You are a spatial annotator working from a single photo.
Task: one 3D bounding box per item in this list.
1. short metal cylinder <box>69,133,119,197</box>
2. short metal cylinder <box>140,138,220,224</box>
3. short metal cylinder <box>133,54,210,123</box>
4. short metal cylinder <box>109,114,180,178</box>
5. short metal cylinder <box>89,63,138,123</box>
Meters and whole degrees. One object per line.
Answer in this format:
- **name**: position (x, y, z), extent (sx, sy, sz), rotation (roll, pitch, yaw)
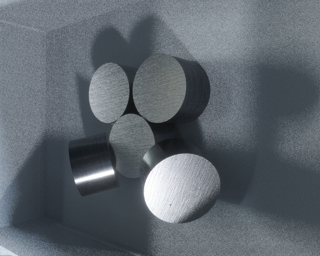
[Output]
- **short metal cylinder**: position (-0.091, 0.050, 0.434), extent (0.050, 0.080, 0.080), rotation (-14, 78, -6)
- **short metal cylinder**: position (0.020, 0.057, 0.343), extent (0.050, 0.081, 0.079), rotation (-120, 44, -72)
- **short metal cylinder**: position (0.013, -0.046, 0.376), extent (0.080, 0.050, 0.079), rotation (0, 90, 39)
- **short metal cylinder**: position (-0.020, 0.022, 0.401), extent (0.080, 0.050, 0.079), rotation (0, 90, 39)
- **short metal cylinder**: position (-0.053, -0.046, 0.428), extent (0.080, 0.050, 0.079), rotation (0, 90, 39)
